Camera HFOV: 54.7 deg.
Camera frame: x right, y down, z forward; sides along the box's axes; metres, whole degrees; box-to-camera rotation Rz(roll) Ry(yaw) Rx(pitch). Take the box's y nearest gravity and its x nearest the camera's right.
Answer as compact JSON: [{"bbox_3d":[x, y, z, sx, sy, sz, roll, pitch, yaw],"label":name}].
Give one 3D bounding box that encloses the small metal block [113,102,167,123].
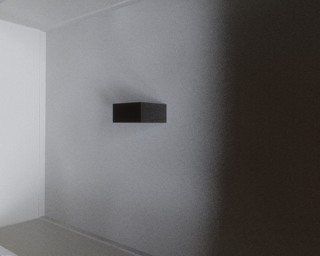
[{"bbox_3d":[-0.027,-0.019,0.410,0.050,0.050,0.025,0,91,39],"label":"small metal block"}]
